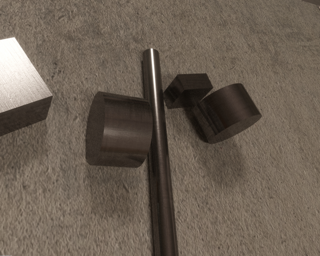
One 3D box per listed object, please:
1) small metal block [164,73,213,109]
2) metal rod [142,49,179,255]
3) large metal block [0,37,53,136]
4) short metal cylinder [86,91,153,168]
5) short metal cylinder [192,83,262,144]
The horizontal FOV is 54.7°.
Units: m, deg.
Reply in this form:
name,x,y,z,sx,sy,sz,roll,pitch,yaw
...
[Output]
name,x,y,z,sx,sy,sz,roll,pitch,yaw
small metal block,0.039,-0.052,0.442,0.050,0.050,0.025,-8,66,-32
metal rod,-0.003,0.019,0.391,0.025,0.025,0.299,9,58,-24
large metal block,-0.172,-0.039,0.319,0.081,0.050,0.080,-28,77,-38
short metal cylinder,-0.048,0.003,0.342,0.050,0.080,0.080,7,59,-25
short metal cylinder,0.093,-0.019,0.432,0.081,0.080,0.050,-14,70,-34
